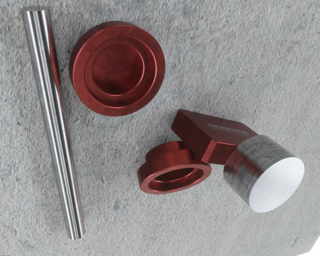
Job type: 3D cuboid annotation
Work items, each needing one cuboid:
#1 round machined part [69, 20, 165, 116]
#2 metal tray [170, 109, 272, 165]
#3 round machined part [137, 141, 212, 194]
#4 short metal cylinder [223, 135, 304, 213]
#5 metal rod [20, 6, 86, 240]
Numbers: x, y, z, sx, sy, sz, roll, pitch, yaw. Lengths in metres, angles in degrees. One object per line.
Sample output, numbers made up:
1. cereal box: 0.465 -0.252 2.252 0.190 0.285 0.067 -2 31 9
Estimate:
1. round machined part: -0.047 -0.065 0.331 0.099 0.042 0.097 -14 125 -21
2. metal tray: 0.091 0.016 0.426 0.131 0.090 0.030 10 113 -33
3. round machined part: 0.017 0.052 0.422 0.099 0.042 0.098 -11 150 -6
4. short metal cylinder: 0.125 0.055 0.378 0.081 0.050 0.079 -14 124 -21
5. metal rod: -0.115 0.019 0.356 0.025 0.025 0.298 -13 124 -22
